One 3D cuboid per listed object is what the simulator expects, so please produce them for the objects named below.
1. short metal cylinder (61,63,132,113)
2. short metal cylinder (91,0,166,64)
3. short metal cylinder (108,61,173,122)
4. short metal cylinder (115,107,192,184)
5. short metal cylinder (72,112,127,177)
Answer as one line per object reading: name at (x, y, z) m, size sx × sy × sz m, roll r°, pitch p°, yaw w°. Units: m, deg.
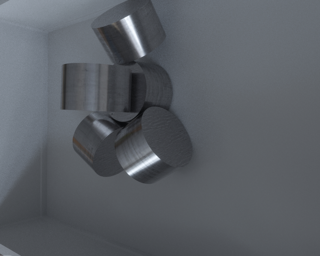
short metal cylinder at (-0.074, -0.045, 0.364) m, size 0.080 × 0.081 × 0.050 m, roll 4°, pitch 93°, yaw 40°
short metal cylinder at (-0.039, -0.125, 0.393) m, size 0.080 × 0.080 × 0.050 m, roll 5°, pitch 136°, yaw 40°
short metal cylinder at (-0.030, -0.048, 0.412) m, size 0.080 × 0.050 × 0.080 m, roll 0°, pitch 90°, yaw 40°
short metal cylinder at (-0.007, 0.021, 0.375) m, size 0.050 × 0.081 × 0.080 m, roll -36°, pitch 68°, yaw 35°
short metal cylinder at (-0.072, 0.020, 0.428) m, size 0.050 × 0.081 × 0.079 m, roll 36°, pitch 112°, yaw 34°
